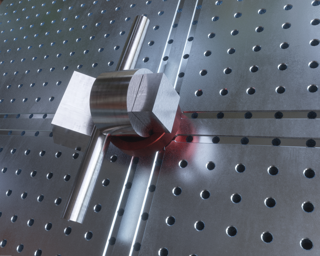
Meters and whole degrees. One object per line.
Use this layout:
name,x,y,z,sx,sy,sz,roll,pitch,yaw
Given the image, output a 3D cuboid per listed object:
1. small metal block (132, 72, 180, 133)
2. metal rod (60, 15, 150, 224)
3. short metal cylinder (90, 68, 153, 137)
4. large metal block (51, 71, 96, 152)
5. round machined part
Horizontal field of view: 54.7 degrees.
small metal block,-0.003,-0.028,0.355,0.025,0.050,0.050,1,63,28
metal rod,-0.062,-0.029,0.404,0.025,0.025,0.300,1,62,28
short metal cylinder,-0.038,-0.029,0.371,0.050,0.080,0.080,1,62,28
large metal block,-0.110,-0.019,0.433,0.050,0.080,0.080,19,65,-9
round machined part,-0.017,-0.007,0.408,0.098,0.042,0.098,-13,56,20
